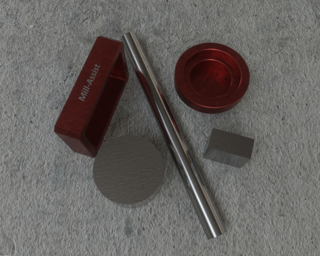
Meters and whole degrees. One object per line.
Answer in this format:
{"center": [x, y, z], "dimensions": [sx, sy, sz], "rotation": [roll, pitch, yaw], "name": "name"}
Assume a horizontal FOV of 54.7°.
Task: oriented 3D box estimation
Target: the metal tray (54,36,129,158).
{"center": [-0.079, -0.036, 0.387], "dimensions": [0.030, 0.090, 0.130], "rotation": [17, 71, 6], "name": "metal tray"}

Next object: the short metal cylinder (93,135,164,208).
{"center": [-0.036, 0.054, 0.375], "dimensions": [0.081, 0.050, 0.080], "rotation": [0, 70, 0], "name": "short metal cylinder"}

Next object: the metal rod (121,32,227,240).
{"center": [0.011, -0.003, 0.411], "dimensions": [0.025, 0.025, 0.299], "rotation": [-21, 72, -8], "name": "metal rod"}

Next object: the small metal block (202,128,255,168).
{"center": [0.083, 0.026, 0.385], "dimensions": [0.050, 0.050, 0.025], "rotation": [16, 71, 5], "name": "small metal block"}

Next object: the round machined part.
{"center": [0.068, -0.064, 0.424], "dimensions": [0.099, 0.042, 0.098], "rotation": [0, 70, -1], "name": "round machined part"}
